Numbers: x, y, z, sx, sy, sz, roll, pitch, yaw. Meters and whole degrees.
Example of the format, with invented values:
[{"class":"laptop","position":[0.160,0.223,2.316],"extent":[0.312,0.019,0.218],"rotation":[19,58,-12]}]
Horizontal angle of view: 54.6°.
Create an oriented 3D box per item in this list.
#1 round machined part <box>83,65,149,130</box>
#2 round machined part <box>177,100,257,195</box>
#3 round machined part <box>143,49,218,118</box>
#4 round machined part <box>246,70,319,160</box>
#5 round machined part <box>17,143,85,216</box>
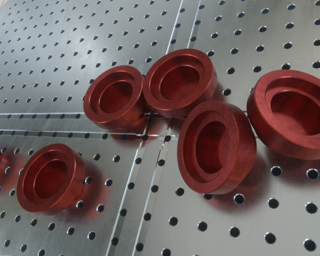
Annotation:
[{"class":"round machined part","position":[-0.059,-0.040,0.455],"extent":[0.098,0.042,0.098],"rotation":[-13,56,21]},{"class":"round machined part","position":[0.063,0.022,0.332],"extent":[0.098,0.042,0.098],"rotation":[-24,61,54]},{"class":"round machined part","position":[0.030,-0.055,0.417],"extent":[0.098,0.042,0.098],"rotation":[-13,56,21]},{"class":"round machined part","position":[0.135,-0.010,0.314],"extent":[0.099,0.042,0.098],"rotation":[5,55,-7]},{"class":"round machined part","position":[-0.144,0.074,0.429],"extent":[0.098,0.042,0.098],"rotation":[-13,56,21]}]
